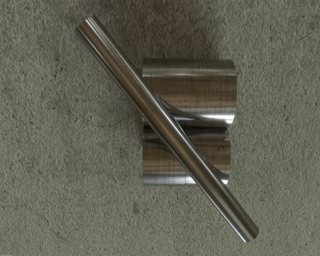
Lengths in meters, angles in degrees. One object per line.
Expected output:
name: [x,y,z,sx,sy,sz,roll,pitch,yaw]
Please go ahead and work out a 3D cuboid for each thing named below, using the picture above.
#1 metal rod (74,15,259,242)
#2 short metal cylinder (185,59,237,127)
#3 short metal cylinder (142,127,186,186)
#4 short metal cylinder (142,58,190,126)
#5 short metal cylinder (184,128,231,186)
metal rod: [0.019,0.015,0.331,0.025,0.025,0.300,-35,107,12]
short metal cylinder: [0.056,-0.041,0.367,0.050,0.080,0.079,1,110,0]
short metal cylinder: [0.005,0.034,0.394,0.050,0.080,0.079,1,110,0]
short metal cylinder: [0.006,-0.042,0.366,0.050,0.080,0.079,1,110,0]
short metal cylinder: [0.056,0.033,0.395,0.050,0.080,0.079,1,110,0]
